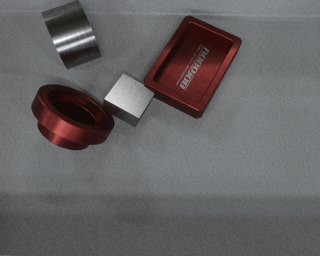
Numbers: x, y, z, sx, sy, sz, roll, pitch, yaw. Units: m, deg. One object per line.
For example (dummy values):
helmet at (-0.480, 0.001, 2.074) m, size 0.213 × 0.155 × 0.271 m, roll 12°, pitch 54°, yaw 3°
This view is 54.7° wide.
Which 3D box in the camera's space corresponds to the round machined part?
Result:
round machined part at (-0.110, -0.009, 0.383) m, size 0.098 × 0.098 × 0.042 m, roll 38°, pitch 110°, yaw 12°

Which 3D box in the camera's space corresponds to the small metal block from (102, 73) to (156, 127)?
small metal block at (-0.041, -0.037, 0.412) m, size 0.050 × 0.025 × 0.050 m, roll 29°, pitch 58°, yaw 0°

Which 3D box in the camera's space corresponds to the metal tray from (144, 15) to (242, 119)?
metal tray at (0.047, -0.089, 0.439) m, size 0.090 × 0.030 × 0.130 m, roll 28°, pitch 72°, yaw 9°

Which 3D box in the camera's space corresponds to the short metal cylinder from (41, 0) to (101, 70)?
short metal cylinder at (-0.120, -0.127, 0.425) m, size 0.050 × 0.080 × 0.080 m, roll -23°, pitch 72°, yaw -8°
